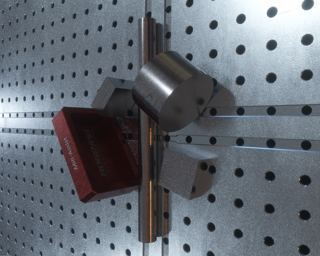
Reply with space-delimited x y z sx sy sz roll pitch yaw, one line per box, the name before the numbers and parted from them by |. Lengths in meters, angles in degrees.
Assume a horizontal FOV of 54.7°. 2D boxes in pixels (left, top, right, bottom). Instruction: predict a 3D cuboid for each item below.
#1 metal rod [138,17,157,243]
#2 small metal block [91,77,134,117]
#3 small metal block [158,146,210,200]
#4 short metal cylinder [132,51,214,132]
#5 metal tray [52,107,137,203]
metal rod | -0.017 0.003 0.421 0.025 0.025 0.298 0 90 39
small metal block | -0.062 -0.043 0.441 0.025 0.050 0.050 49 119 28
small metal block | 0.029 0.054 0.385 0.050 0.025 0.050 19 102 38
short metal cylinder | 0.015 -0.042 0.359 0.050 0.081 0.080 45 117 30
metal tray | -0.087 0.033 0.435 0.030 0.091 0.130 -40 66 33
